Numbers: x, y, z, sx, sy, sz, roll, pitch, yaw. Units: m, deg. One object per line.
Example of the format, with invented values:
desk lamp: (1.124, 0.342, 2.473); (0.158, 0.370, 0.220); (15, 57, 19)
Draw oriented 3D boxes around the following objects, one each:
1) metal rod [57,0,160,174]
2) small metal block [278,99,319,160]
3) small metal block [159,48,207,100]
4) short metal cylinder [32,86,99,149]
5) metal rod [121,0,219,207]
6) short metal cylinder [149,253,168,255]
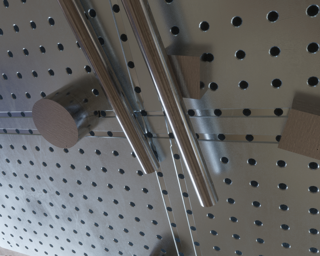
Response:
metal rod: (-0.071, -0.069, 0.406); (0.025, 0.025, 0.299); (-12, 113, 33)
small metal block: (0.159, 0.002, 0.329); (0.050, 0.025, 0.050); (17, 125, 18)
small metal block: (0.026, -0.063, 0.358); (0.050, 0.025, 0.050); (9, 123, 23)
short metal cylinder: (-0.139, -0.017, 0.458); (0.080, 0.050, 0.079); (13, 124, 21)
metal rod: (0.012, -0.034, 0.351); (0.025, 0.025, 0.299); (-8, 115, 32)
short metal cylinder: (0.001, 0.278, 0.567); (0.080, 0.050, 0.079); (13, 124, 21)
